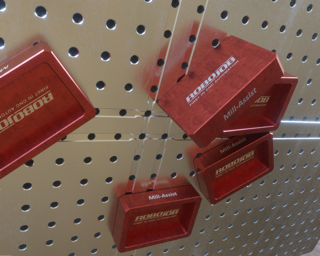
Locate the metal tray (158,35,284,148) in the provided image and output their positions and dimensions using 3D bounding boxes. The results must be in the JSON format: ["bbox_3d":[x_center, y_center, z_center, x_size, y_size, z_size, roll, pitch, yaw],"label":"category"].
[{"bbox_3d":[0.069,-0.048,0.376,0.130,0.090,0.030,-43,129,1],"label":"metal tray"}]

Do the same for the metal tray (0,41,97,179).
[{"bbox_3d":[-0.145,-0.015,0.318,0.130,0.030,0.090,-35,129,-6],"label":"metal tray"}]

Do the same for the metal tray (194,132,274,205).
[{"bbox_3d":[0.126,0.061,0.513,0.131,0.030,0.090,-27,128,-12],"label":"metal tray"}]

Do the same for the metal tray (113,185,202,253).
[{"bbox_3d":[-0.004,0.143,0.493,0.131,0.030,0.089,-3,120,-27],"label":"metal tray"}]

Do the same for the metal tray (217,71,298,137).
[{"bbox_3d":[0.132,-0.037,0.448,0.131,0.030,0.089,-5,122,-31],"label":"metal tray"}]
